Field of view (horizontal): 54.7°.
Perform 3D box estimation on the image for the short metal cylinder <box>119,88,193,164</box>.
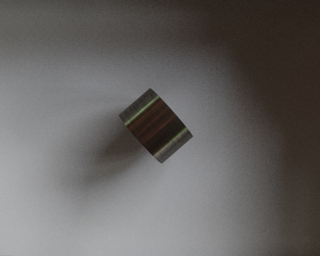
[{"bbox_3d":[-0.005,-0.003,0.381,0.050,0.080,0.080,-41,91,0],"label":"short metal cylinder"}]
